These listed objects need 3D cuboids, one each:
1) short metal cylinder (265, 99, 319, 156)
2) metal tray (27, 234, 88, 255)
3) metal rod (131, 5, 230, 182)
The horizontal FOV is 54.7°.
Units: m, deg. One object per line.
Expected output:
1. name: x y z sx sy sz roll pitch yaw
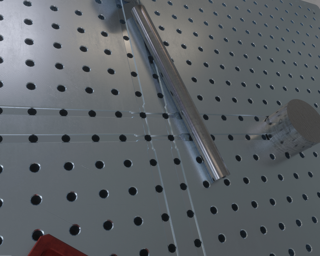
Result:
1. short metal cylinder: 0.224 -0.001 0.513 0.081 0.050 0.080 14 56 -21
2. metal tray: -0.071 0.164 0.266 0.130 0.030 0.090 33 51 -7
3. metal rod: 0.023 -0.063 0.458 0.025 0.025 0.299 -12 68 -33
